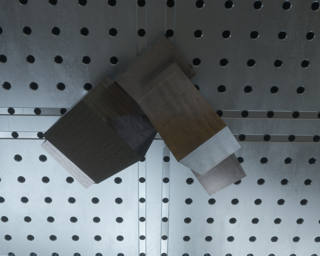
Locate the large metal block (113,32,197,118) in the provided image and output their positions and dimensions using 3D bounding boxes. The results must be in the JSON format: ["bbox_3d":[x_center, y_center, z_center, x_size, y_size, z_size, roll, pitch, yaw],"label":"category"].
[{"bbox_3d":[-0.009,-0.063,0.359,0.080,0.080,0.050,-40,106,13],"label":"large metal block"}]

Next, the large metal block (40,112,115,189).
[{"bbox_3d":[-0.090,0.018,0.405,0.080,0.050,0.080,-38,106,12],"label":"large metal block"}]

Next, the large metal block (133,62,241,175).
[{"bbox_3d":[0.029,-0.005,0.307,0.050,0.080,0.080,-38,64,8],"label":"large metal block"}]

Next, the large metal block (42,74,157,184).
[{"bbox_3d":[-0.062,0.004,0.331,0.080,0.050,0.080,-32,109,37],"label":"large metal block"}]

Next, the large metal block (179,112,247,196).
[{"bbox_3d":[0.058,0.024,0.392,0.050,0.080,0.080,-32,107,11],"label":"large metal block"}]
